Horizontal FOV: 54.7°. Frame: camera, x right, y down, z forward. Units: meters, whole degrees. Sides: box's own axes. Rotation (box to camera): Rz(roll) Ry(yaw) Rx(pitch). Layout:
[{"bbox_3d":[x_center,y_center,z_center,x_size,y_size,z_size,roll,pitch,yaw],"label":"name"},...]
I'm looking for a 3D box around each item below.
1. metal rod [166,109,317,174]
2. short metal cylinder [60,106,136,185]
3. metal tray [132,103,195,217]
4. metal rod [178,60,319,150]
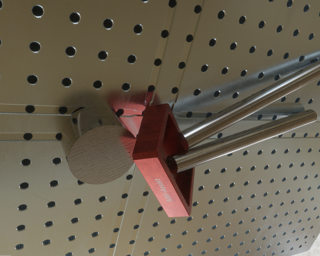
[{"bbox_3d":[0.141,0.013,0.470,0.303,0.025,0.025,-15,125,-31],"label":"metal rod"},{"bbox_3d":[-0.073,0.020,0.369,0.081,0.050,0.079,-14,125,-21],"label":"short metal cylinder"},{"bbox_3d":[0.011,0.044,0.403,0.030,0.090,0.130,-9,131,20],"label":"metal tray"},{"bbox_3d":[0.158,-0.047,0.454,0.302,0.025,0.025,-27,128,-19],"label":"metal rod"}]
